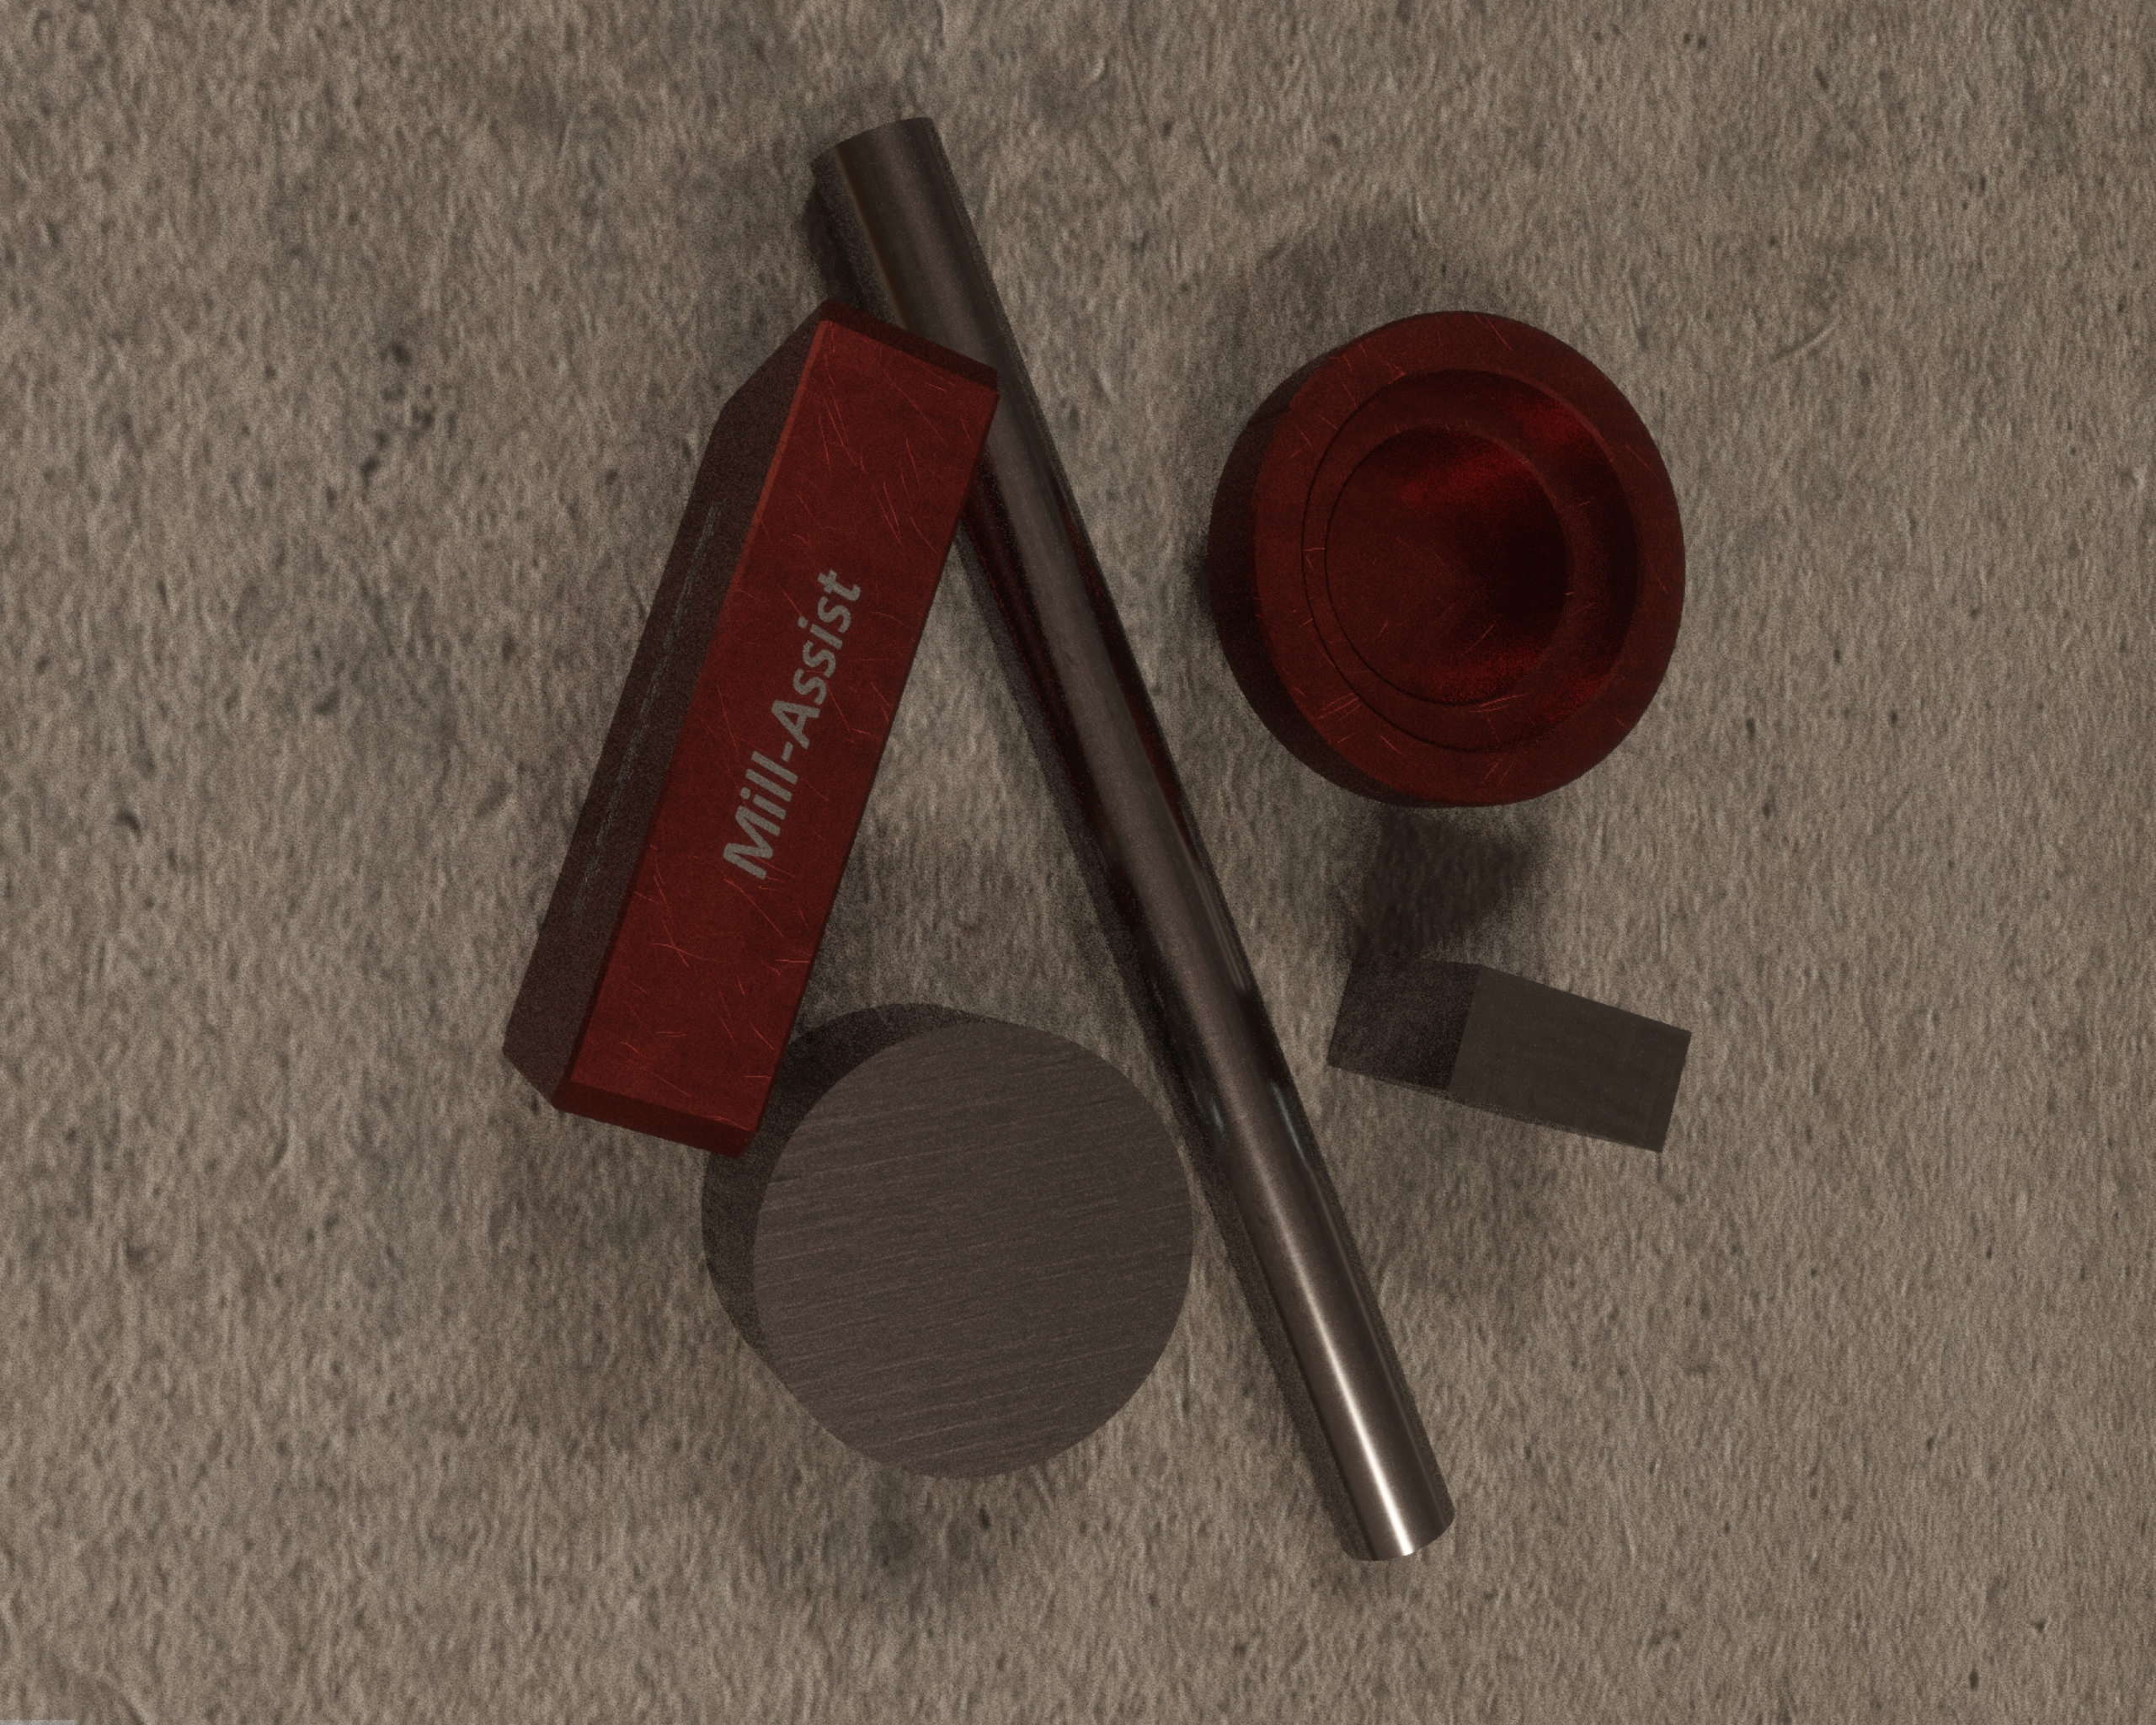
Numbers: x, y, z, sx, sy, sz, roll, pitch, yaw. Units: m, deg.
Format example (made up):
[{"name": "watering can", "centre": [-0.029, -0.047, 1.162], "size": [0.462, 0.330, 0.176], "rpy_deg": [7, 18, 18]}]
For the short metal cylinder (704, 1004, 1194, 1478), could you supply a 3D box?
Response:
[{"name": "short metal cylinder", "centre": [-0.025, 0.068, 0.388], "size": [0.081, 0.050, 0.079], "rpy_deg": [0, 90, -21]}]

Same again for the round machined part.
[{"name": "round machined part", "centre": [0.071, -0.060, 0.429], "size": [0.099, 0.042, 0.097], "rpy_deg": [0, 90, -21]}]

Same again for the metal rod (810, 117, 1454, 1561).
[{"name": "metal rod", "centre": [0.014, 0.001, 0.417], "size": [0.025, 0.025, 0.298], "rpy_deg": [-24, 98, -19]}]

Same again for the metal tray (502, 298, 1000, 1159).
[{"name": "metal tray", "centre": [-0.059, -0.021, 0.355], "size": [0.030, 0.090, 0.129], "rpy_deg": [20, 83, -19]}]

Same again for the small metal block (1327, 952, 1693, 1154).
[{"name": "small metal block", "centre": [0.087, 0.038, 0.428], "size": [0.050, 0.050, 0.025], "rpy_deg": [18, 84, -20]}]
